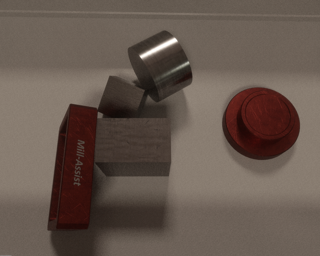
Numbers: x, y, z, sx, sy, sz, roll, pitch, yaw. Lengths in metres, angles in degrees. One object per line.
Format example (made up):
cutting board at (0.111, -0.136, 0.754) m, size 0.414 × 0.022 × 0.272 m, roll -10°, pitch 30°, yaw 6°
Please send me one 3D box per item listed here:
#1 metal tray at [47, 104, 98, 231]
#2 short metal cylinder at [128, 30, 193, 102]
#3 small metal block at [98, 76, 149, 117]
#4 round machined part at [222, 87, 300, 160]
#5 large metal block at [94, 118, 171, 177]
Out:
metal tray at (-0.101, 0.048, 0.353) m, size 0.030 × 0.090 × 0.130 m, roll 9°, pitch 68°, yaw -23°
short metal cylinder at (-0.001, -0.081, 0.410) m, size 0.050 × 0.080 × 0.080 m, roll -30°, pitch 73°, yaw -11°
small metal block at (-0.048, -0.037, 0.411) m, size 0.050 × 0.025 × 0.050 m, roll 23°, pitch 102°, yaw 8°
round machined part at (0.135, -0.010, 0.406) m, size 0.099 × 0.042 × 0.098 m, roll 0°, pitch 70°, yaw -1°
large metal block at (-0.029, 0.026, 0.371) m, size 0.081 × 0.080 × 0.050 m, roll 0°, pitch 70°, yaw -1°
